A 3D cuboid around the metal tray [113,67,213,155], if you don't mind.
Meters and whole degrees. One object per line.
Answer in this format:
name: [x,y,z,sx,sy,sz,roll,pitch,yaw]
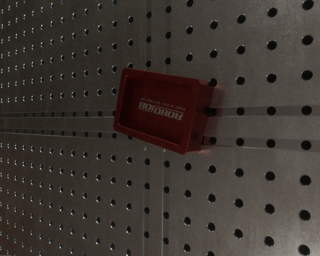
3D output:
metal tray: [-0.001,-0.026,0.405,0.130,0.030,0.089,17,101,38]
